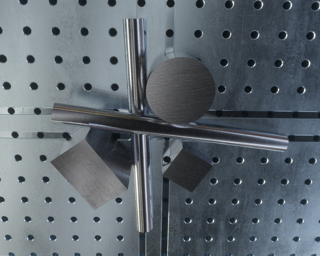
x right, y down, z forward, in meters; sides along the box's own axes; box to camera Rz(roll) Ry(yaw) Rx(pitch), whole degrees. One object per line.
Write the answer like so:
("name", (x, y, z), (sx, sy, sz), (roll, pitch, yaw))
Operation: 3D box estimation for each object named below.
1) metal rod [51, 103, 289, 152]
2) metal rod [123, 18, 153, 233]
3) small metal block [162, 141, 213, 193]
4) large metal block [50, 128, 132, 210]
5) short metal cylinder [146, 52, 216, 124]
("metal rod", (0.022, 0.001, 0.394), (0.302, 0.025, 0.025), (7, 110, -11))
("metal rod", (-0.027, 0.010, 0.417), (0.025, 0.025, 0.298), (-2, 110, 0))
("small metal block", (0.038, 0.054, 0.435), (0.050, 0.025, 0.050), (32, 107, -12))
("large metal block", (-0.082, 0.042, 0.397), (0.050, 0.080, 0.080), (-33, 107, 11))
("short metal cylinder", (0.024, -0.050, 0.382), (0.081, 0.050, 0.079), (0, 110, -1))
